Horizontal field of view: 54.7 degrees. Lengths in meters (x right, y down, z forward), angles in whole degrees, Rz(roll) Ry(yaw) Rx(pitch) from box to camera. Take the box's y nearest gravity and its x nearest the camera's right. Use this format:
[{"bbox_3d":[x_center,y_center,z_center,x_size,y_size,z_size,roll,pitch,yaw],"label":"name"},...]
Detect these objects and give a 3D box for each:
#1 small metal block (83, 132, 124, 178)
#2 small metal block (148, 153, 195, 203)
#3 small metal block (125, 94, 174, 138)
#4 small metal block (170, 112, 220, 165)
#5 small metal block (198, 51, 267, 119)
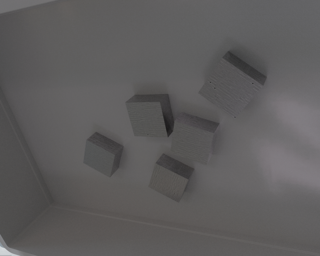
[{"bbox_3d":[-0.089,0.042,0.481,0.050,0.025,0.050,26,128,11],"label":"small metal block"},{"bbox_3d":[0.016,0.072,0.445,0.050,0.025,0.050,25,128,12],"label":"small metal block"},{"bbox_3d":[-0.012,-0.016,0.405,0.050,0.025,0.050,1,119,27],"label":"small metal block"},{"bbox_3d":[0.044,0.013,0.394,0.050,0.025,0.050,18,126,17],"label":"small metal block"},{"bbox_3d":[0.078,-0.047,0.338,0.050,0.025,0.050,36,129,4],"label":"small metal block"}]
